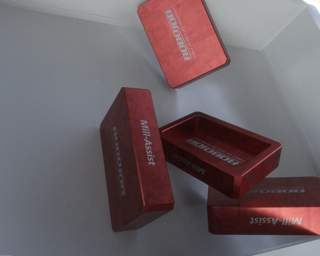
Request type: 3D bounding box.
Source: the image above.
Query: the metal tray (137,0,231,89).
[{"bbox_3d":[0.033,-0.132,0.443,0.129,0.090,0.030,67,22,1],"label":"metal tray"}]

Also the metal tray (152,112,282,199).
[{"bbox_3d":[0.065,0.025,0.375,0.091,0.030,0.130,-25,36,-37],"label":"metal tray"}]

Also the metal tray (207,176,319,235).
[{"bbox_3d":[0.120,0.083,0.343,0.131,0.090,0.030,-3,98,10],"label":"metal tray"}]

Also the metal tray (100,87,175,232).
[{"bbox_3d":[-0.030,0.034,0.327,0.030,0.090,0.130,2,61,-28],"label":"metal tray"}]
